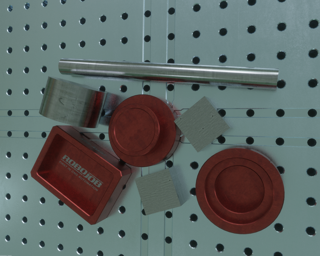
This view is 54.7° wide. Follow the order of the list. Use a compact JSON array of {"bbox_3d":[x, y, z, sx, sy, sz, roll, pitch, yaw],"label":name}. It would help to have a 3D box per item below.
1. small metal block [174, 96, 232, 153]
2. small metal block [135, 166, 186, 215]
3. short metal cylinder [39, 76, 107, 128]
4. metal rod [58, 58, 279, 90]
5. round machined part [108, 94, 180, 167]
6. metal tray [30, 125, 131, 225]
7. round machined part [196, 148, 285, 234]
[{"bbox_3d":[0.055,-0.005,0.393,0.050,0.025,0.050,-40,78,15],"label":"small metal block"},{"bbox_3d":[0.001,0.083,0.412,0.050,0.025,0.050,-20,83,18],"label":"small metal block"},{"bbox_3d":[-0.118,-0.036,0.425,0.080,0.080,0.050,19,96,19],"label":"short metal cylinder"},{"bbox_3d":[-0.003,-0.075,0.413,0.301,0.025,0.025,7,93,19],"label":"metal rod"},{"bbox_3d":[-0.026,0.003,0.412,0.098,0.042,0.097,-1,87,19],"label":"round machined part"},{"bbox_3d":[-0.117,0.065,0.451,0.130,0.030,0.090,32,101,17],"label":"metal tray"},{"bbox_3d":[0.095,0.071,0.370,0.098,0.042,0.097,0,90,20],"label":"round machined part"}]
